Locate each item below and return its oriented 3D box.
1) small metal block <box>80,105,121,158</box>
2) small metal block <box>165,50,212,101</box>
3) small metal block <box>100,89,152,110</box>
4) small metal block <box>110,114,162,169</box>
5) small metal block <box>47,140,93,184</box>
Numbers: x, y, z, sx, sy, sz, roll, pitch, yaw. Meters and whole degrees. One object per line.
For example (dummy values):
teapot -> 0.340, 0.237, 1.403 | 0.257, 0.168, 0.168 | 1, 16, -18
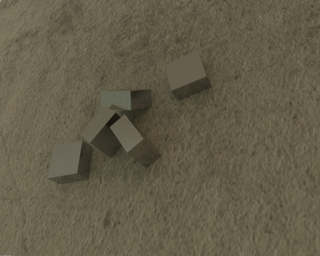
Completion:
small metal block -> -0.070, 0.006, 0.420 | 0.025, 0.050, 0.050 | 32, 79, 37
small metal block -> 0.039, -0.072, 0.427 | 0.050, 0.025, 0.050 | -21, 54, 15
small metal block -> -0.047, -0.041, 0.433 | 0.050, 0.050, 0.025 | 5, 101, 30
small metal block -> -0.031, 0.017, 0.392 | 0.025, 0.050, 0.050 | -41, 51, 1
small metal block -> -0.126, 0.049, 0.438 | 0.050, 0.025, 0.050 | -12, 57, 21
